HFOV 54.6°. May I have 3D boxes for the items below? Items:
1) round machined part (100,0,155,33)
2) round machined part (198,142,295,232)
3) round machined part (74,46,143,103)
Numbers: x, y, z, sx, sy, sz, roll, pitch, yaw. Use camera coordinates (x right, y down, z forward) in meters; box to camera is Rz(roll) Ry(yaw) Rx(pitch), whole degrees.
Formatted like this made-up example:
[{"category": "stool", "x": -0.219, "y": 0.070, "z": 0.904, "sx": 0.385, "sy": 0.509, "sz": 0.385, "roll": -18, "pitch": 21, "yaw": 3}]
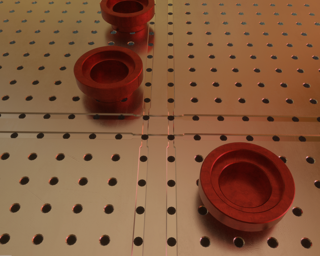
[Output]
[{"category": "round machined part", "x": -0.059, "y": -0.214, "z": 0.576, "sx": 0.099, "sy": 0.042, "sz": 0.098, "roll": 0, "pitch": 50, "yaw": 0}, {"category": "round machined part", "x": 0.091, "y": 0.067, "z": 0.341, "sx": 0.099, "sy": 0.042, "sz": 0.098, "roll": 0, "pitch": 50, "yaw": 0}, {"category": "round machined part", "x": -0.074, "y": -0.076, "z": 0.460, "sx": 0.099, "sy": 0.042, "sz": 0.098, "roll": 0, "pitch": 50, "yaw": 0}]
